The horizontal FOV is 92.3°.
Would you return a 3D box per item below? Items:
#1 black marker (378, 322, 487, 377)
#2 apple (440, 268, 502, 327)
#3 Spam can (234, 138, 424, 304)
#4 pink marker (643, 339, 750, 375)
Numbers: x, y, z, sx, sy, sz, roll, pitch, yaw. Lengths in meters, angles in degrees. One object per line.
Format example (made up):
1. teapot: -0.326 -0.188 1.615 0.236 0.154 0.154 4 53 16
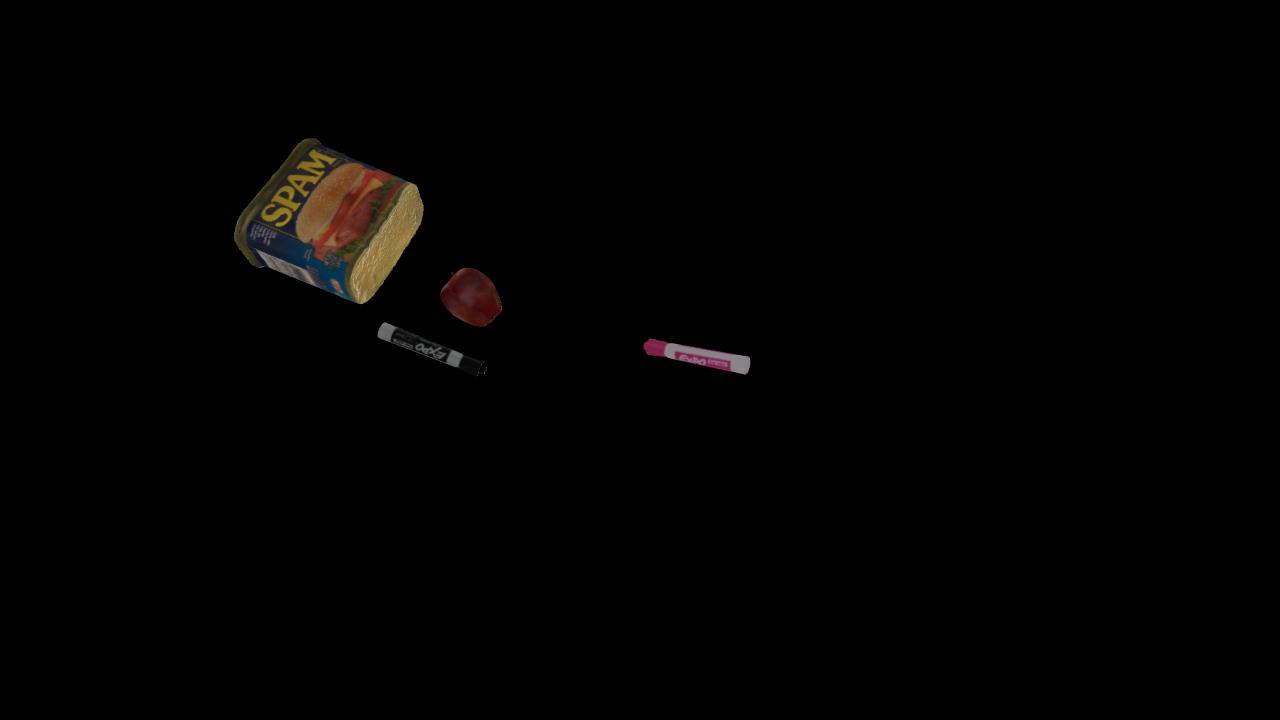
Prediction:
1. black marker: -0.227 -0.010 0.678 0.121 0.020 0.020 22 -2 -5
2. apple: -0.254 -0.096 0.934 0.079 0.093 0.079 -42 11 10
3. Spam can: -0.223 -0.100 0.454 0.085 0.101 0.058 23 -24 -1
4. pink marker: 0.058 -0.005 0.656 0.121 0.020 0.020 12 6 28
